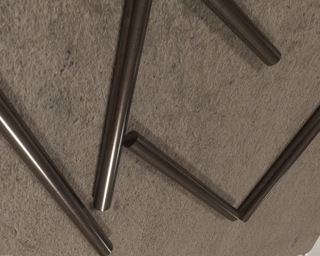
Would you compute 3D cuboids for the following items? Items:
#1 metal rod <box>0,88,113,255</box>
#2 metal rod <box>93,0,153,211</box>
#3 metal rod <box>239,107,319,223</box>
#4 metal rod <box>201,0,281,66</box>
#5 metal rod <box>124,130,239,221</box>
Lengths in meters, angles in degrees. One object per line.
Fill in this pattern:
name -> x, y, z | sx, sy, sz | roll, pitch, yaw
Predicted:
metal rod -> -0.125, 0.076, 0.386 | 0.025, 0.025, 0.299 | -29, 129, -11
metal rod -> -0.047, -0.024, 0.366 | 0.025, 0.025, 0.298 | 0, 119, -29
metal rod -> 0.240, 0.055, 0.575 | 0.025, 0.025, 0.299 | 25, 104, -37
metal rod -> 0.053, -0.153, 0.342 | 0.301, 0.025, 0.025 | 27, 103, -38
metal rod -> 0.050, 0.089, 0.491 | 0.025, 0.025, 0.301 | -46, 130, 4
